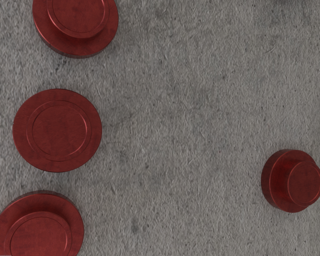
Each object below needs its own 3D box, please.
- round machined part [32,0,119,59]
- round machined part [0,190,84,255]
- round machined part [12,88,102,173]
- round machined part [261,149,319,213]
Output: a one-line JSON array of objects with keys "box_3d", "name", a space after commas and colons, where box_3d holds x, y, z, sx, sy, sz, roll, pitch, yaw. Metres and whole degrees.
[{"box_3d": [-0.097, -0.134, 0.364, 0.099, 0.042, 0.097, 0, 90, -20], "name": "round machined part"}, {"box_3d": [-0.136, 0.123, 0.350, 0.099, 0.042, 0.097, 0, 90, -20], "name": "round machined part"}, {"box_3d": [-0.116, 0.003, 0.357, 0.099, 0.042, 0.097, 0, 90, -20], "name": "round machined part"}, {"box_3d": [0.210, 0.082, 0.477, 0.099, 0.042, 0.097, 0, 90, -20], "name": "round machined part"}]
